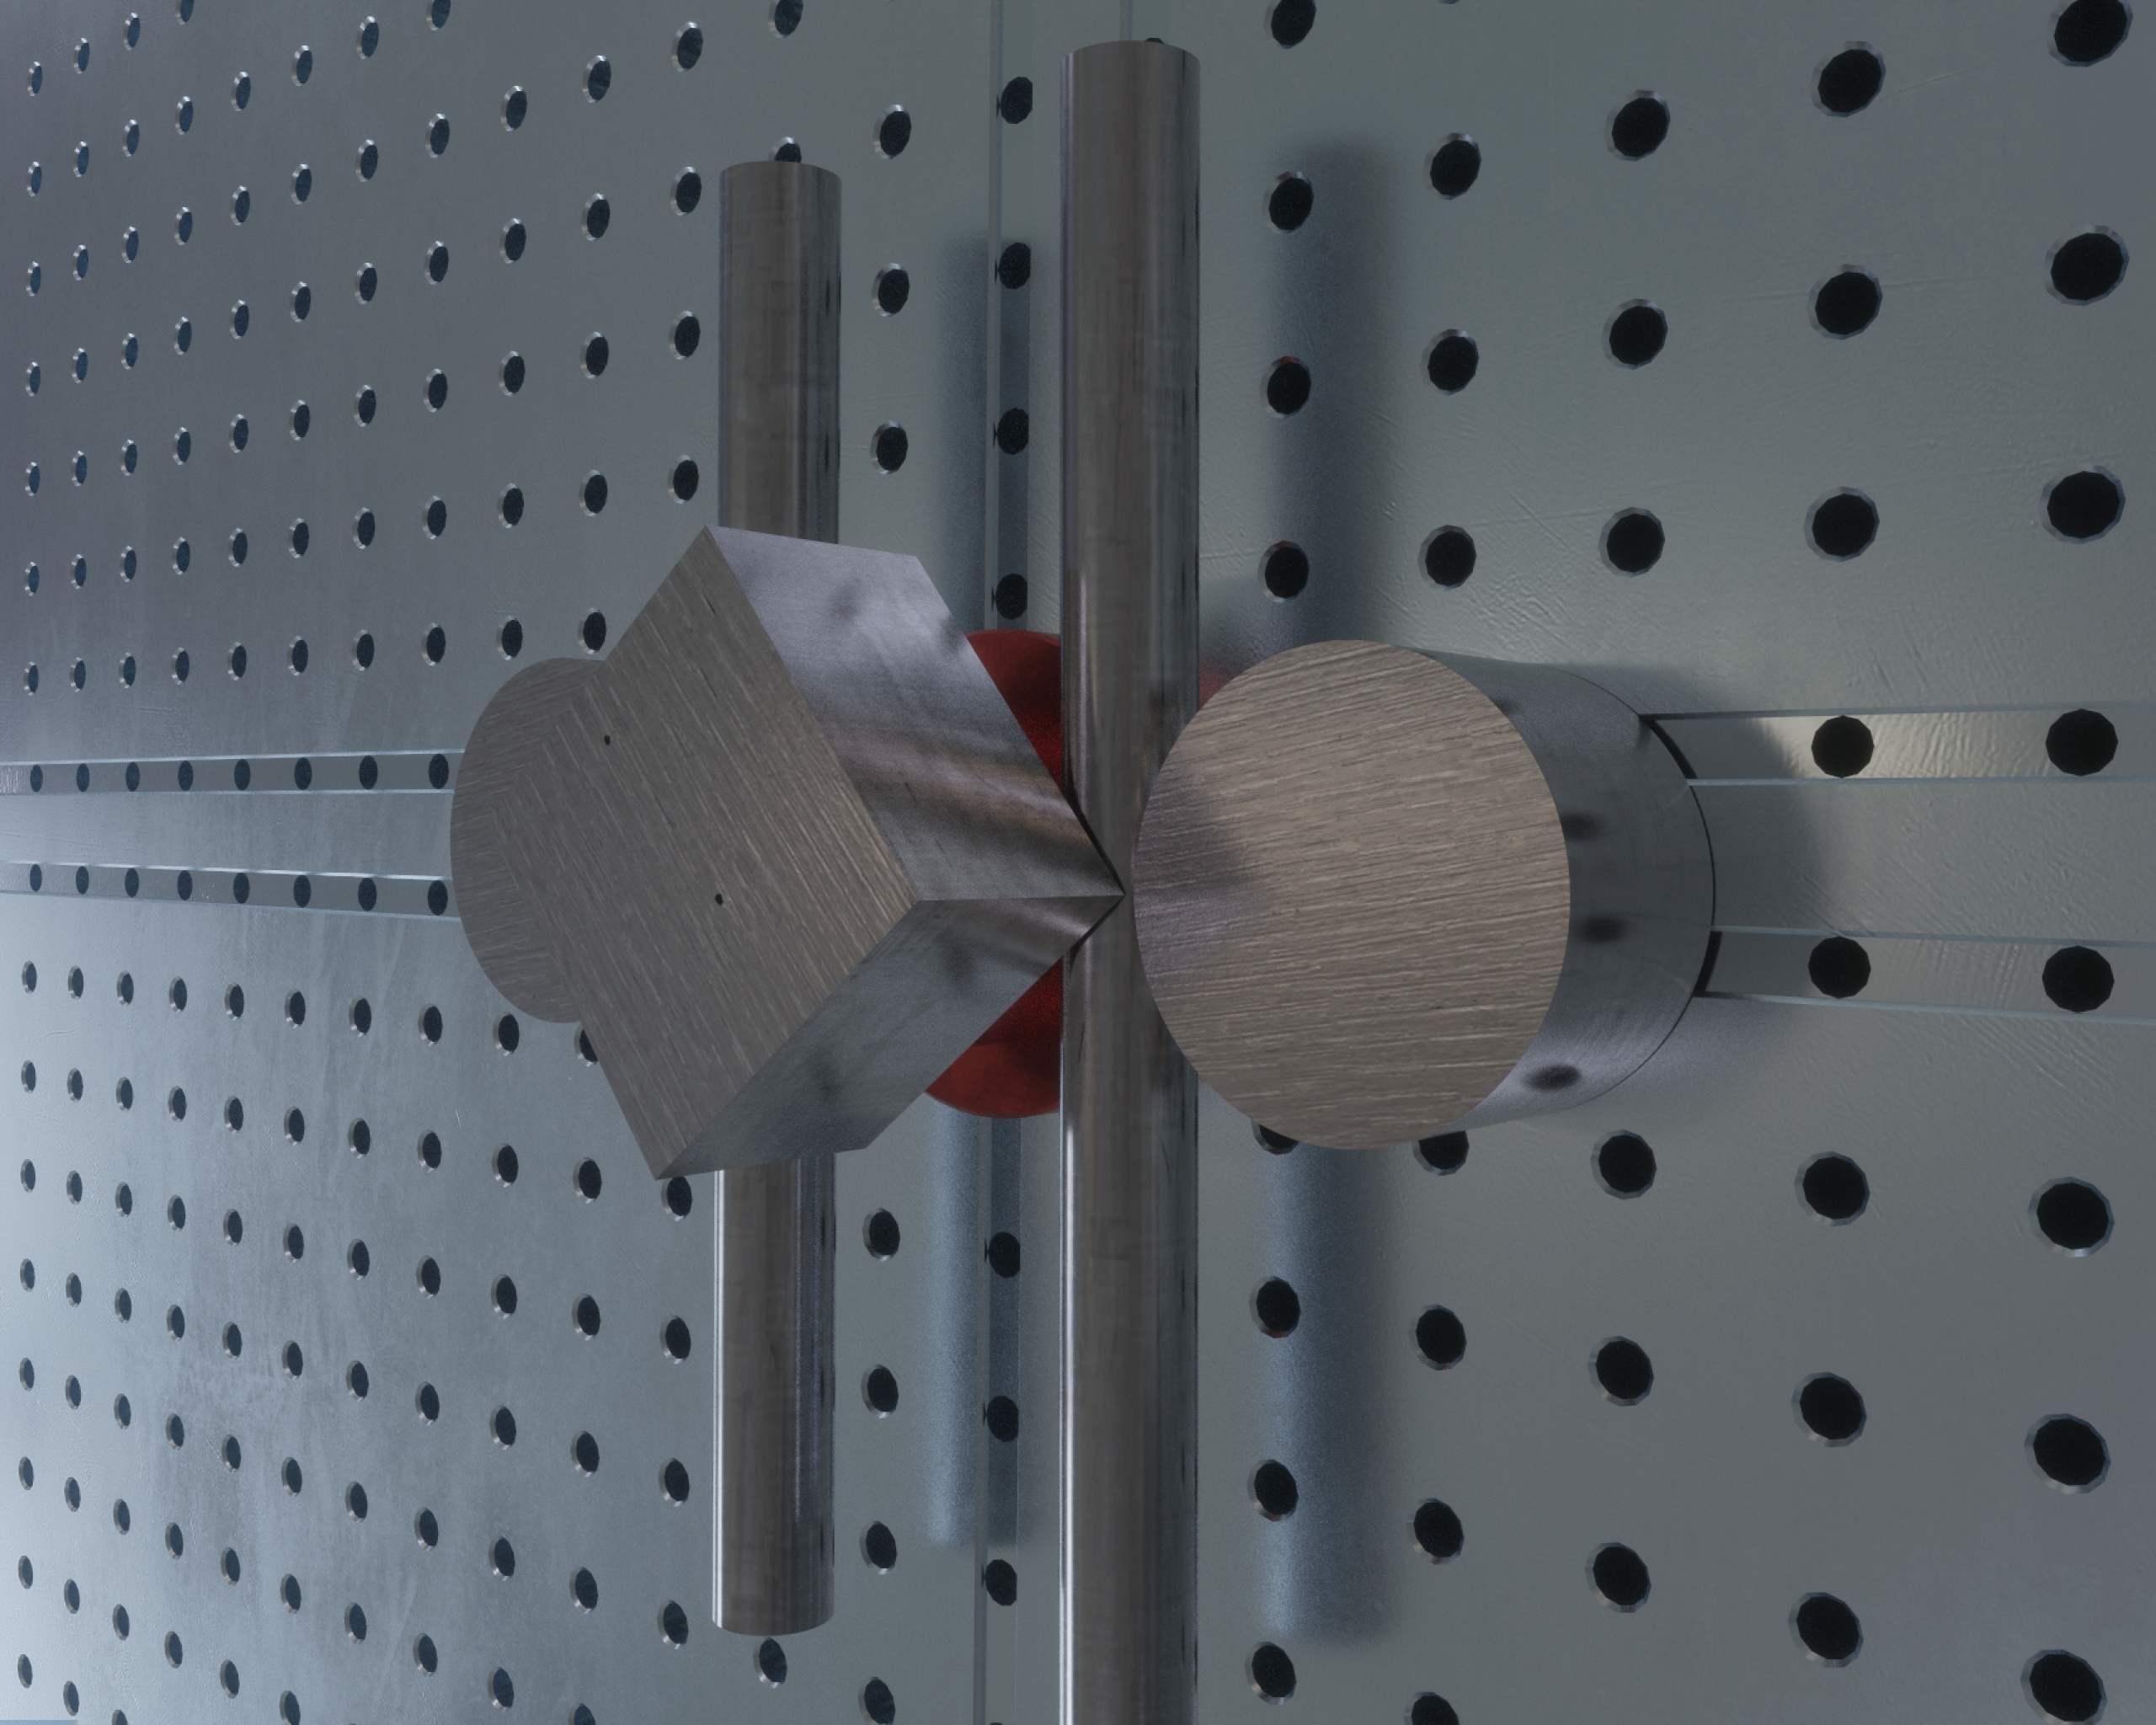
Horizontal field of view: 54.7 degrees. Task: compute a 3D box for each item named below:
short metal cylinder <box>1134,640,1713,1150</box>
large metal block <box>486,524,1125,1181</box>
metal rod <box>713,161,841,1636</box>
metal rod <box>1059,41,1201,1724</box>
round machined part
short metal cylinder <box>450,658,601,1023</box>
[{"bbox_3d":[0.056,0.005,0.346,0.080,0.050,0.080,0,90,40],"label":"short metal cylinder"},{"bbox_3d":[-0.051,-0.001,0.374,0.080,0.050,0.080,-46,63,30],"label":"large metal block"},{"bbox_3d":[-0.063,0.007,0.434,0.025,0.025,0.298,1,90,40],"label":"metal rod"},{"bbox_3d":[0.009,0.006,0.375,0.025,0.025,0.298,0,90,40],"label":"metal rod"},{"bbox_3d":[-0.018,0.002,0.414,0.098,0.042,0.097,0,90,40],"label":"round machined part"},{"bbox_3d":[-0.097,-0.005,0.474,0.080,0.050,0.080,0,90,40],"label":"short metal cylinder"}]
